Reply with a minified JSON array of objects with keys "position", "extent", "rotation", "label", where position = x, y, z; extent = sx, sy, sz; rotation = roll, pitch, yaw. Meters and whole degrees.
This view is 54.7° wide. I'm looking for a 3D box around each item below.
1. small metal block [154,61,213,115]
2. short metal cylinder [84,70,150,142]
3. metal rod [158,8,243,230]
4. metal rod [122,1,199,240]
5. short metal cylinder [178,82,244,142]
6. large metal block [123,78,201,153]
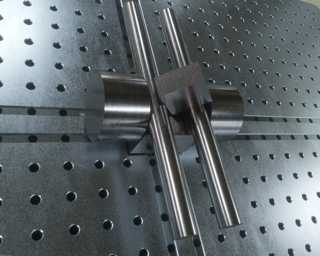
[{"position":[0.027,-0.043,0.348],"extent":[0.050,0.050,0.025],"rotation":[-19,65,12],"label":"small metal block"},{"position":[-0.051,-0.024,0.355],"extent":[0.050,0.080,0.080],"rotation":[2,61,-28],"label":"short metal cylinder"},{"position":[0.042,-0.031,0.381],"extent":[0.025,0.025,0.299],"rotation":[1,61,-28],"label":"metal rod"},{"position":[-0.007,-0.029,0.354],"extent":[0.025,0.025,0.299],"rotation":[1,61,-28],"label":"metal rod"},{"position":[0.066,-0.021,0.416],"extent":[0.050,0.080,0.080],"rotation":[0,62,-27],"label":"short metal cylinder"},{"position":[0.001,-0.015,0.397],"extent":[0.081,0.050,0.080],"rotation":[1,61,-28],"label":"large metal block"}]
